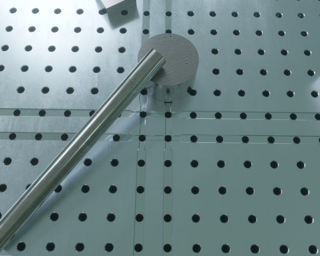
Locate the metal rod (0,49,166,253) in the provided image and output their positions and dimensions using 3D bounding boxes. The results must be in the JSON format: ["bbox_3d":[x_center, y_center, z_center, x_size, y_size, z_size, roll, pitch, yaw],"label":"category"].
[{"bbox_3d":[-0.099,0.024,0.373,0.025,0.025,0.300,39,85,12],"label":"metal rod"}]

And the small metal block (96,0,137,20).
[{"bbox_3d":[-0.072,-0.207,0.486,0.050,0.025,0.050,-29,73,-11],"label":"small metal block"}]

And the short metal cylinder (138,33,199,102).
[{"bbox_3d":[0.011,-0.083,0.429,0.081,0.050,0.080,0,70,-1],"label":"short metal cylinder"}]
